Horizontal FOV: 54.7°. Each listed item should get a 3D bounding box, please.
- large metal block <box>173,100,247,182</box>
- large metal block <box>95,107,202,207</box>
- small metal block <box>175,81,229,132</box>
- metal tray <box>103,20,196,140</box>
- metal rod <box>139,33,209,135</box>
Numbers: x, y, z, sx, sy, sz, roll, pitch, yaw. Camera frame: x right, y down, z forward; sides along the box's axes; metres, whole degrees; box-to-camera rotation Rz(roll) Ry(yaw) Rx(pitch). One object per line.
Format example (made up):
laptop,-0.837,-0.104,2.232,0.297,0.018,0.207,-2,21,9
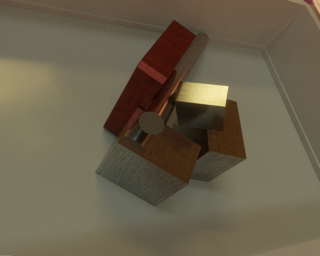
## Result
large metal block,0.058,0.014,0.394,0.050,0.080,0.080,13,56,-22
large metal block,-0.015,0.035,0.342,0.080,0.080,0.050,32,52,-8
small metal block,0.045,-0.022,0.332,0.050,0.050,0.025,8,61,13
metal tray,-0.015,-0.051,0.360,0.030,0.129,0.090,35,52,-5
metal rod,0.032,-0.079,0.413,0.025,0.025,0.301,36,34,-5
